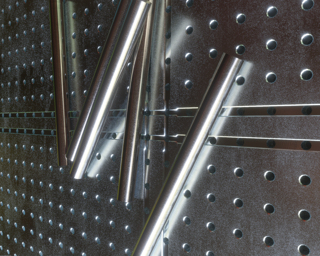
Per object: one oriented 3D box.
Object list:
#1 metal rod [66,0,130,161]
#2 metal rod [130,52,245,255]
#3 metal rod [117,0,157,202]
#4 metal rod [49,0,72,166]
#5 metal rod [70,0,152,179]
[{"bbox_3d":[-0.091,-0.079,0.481,0.025,0.025,0.298,37,112,33],"label":"metal rod"},{"bbox_3d":[0.026,0.052,0.386,0.025,0.025,0.298,35,112,34],"label":"metal rod"},{"bbox_3d":[-0.032,-0.044,0.433,0.025,0.025,0.298,11,97,39],"label":"metal rod"},{"bbox_3d":[-0.177,-0.083,0.551,0.025,0.025,0.298,-7,85,39],"label":"metal rod"},{"bbox_3d":[-0.081,-0.041,0.452,0.025,0.025,0.298,44,123,30],"label":"metal rod"}]
